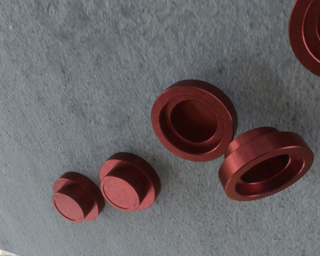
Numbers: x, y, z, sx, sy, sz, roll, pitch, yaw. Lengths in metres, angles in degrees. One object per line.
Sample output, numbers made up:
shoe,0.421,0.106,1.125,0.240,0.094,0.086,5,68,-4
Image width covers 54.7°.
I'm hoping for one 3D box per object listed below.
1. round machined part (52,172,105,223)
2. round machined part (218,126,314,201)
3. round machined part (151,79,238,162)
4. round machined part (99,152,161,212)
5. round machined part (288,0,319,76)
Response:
round machined part,-0.152,0.130,0.554,0.098,0.042,0.097,13,124,20
round machined part,0.110,0.036,0.338,0.099,0.042,0.097,-11,139,-9
round machined part,0.043,-0.012,0.365,0.098,0.042,0.097,13,124,20
round machined part,-0.052,0.089,0.477,0.098,0.042,0.097,13,124,20
round machined part,0.161,-0.090,0.255,0.098,0.042,0.097,13,124,20
